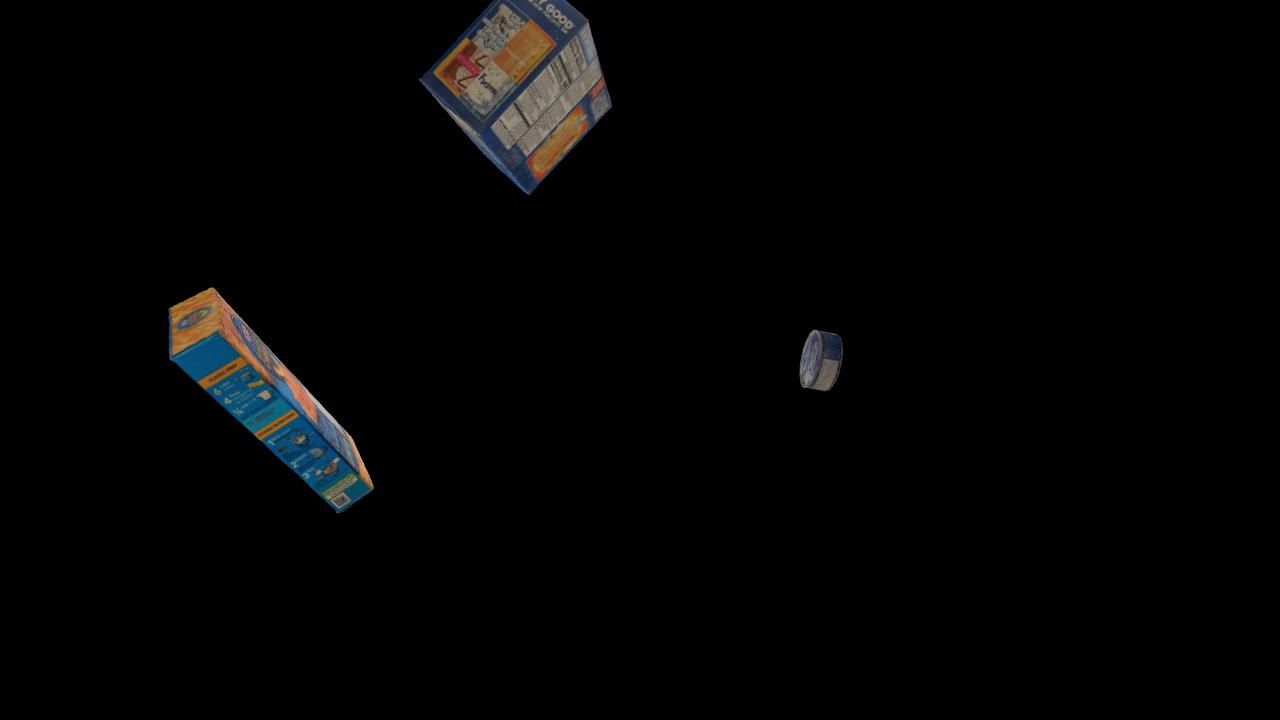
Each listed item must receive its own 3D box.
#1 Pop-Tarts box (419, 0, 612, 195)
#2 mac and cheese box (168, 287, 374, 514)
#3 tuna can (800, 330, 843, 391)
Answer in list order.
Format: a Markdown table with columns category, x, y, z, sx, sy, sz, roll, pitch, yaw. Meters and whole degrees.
| category | x | y | z | sx | sy | sz | roll | pitch | yaw |
| --- | --- | --- | --- | --- | --- | --- | --- | --- | --- |
| Pop-Tarts box | -0.113 | -0.265 | 0.615 | 0.083 | 0.141 | 0.167 | 44 | 2 | 5 |
| mac and cheese box | -0.292 | 0.036 | 0.496 | 0.041 | 0.184 | 0.093 | -35 | 41 | -15 |
| tuna can | 0.254 | 0.001 | 0.865 | 0.034 | 0.084 | 0.084 | 10 | 0 | -2 |
